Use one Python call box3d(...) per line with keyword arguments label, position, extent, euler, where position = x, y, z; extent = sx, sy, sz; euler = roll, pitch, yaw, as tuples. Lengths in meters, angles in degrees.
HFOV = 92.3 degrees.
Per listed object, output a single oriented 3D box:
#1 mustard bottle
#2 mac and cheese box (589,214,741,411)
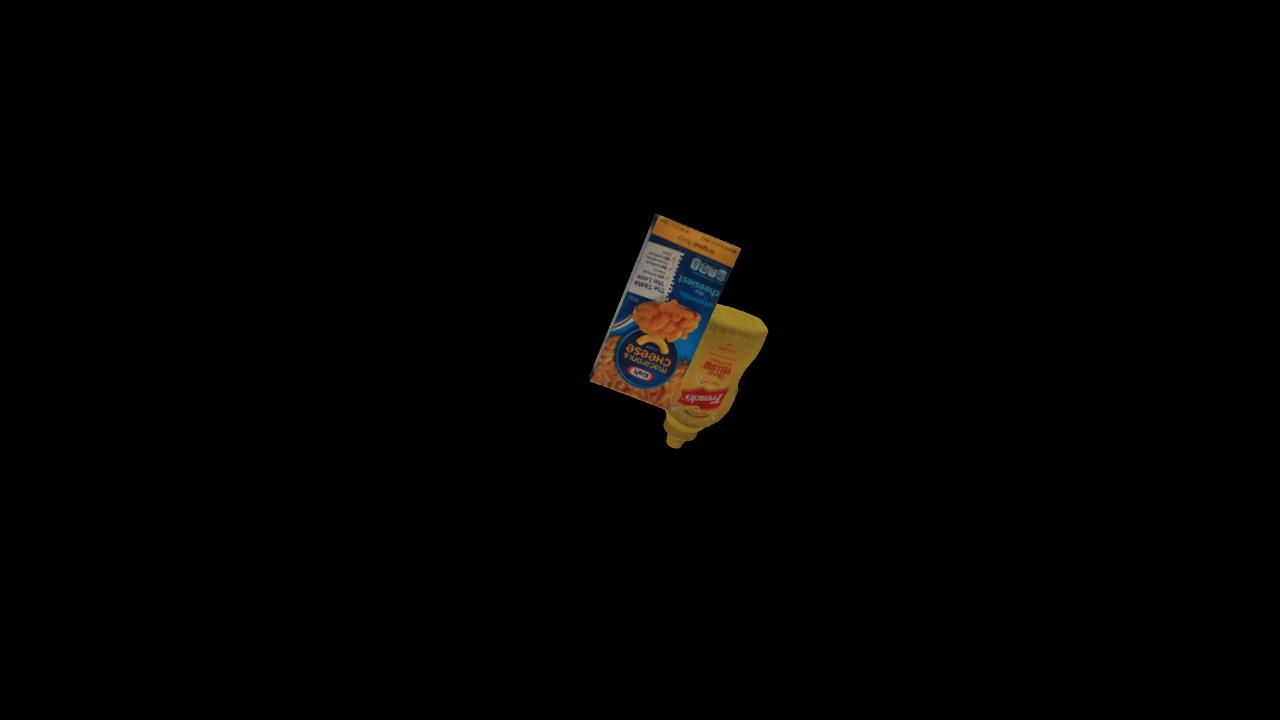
box3d(label="mustard bottle", position=(0.069, 0.027, 0.703), extent=(0.092, 0.184, 0.054), euler=(10, 29, -22))
box3d(label="mac and cheese box", position=(0.023, -0.048, 0.636), extent=(0.093, 0.184, 0.041), euler=(20, 12, -10))
